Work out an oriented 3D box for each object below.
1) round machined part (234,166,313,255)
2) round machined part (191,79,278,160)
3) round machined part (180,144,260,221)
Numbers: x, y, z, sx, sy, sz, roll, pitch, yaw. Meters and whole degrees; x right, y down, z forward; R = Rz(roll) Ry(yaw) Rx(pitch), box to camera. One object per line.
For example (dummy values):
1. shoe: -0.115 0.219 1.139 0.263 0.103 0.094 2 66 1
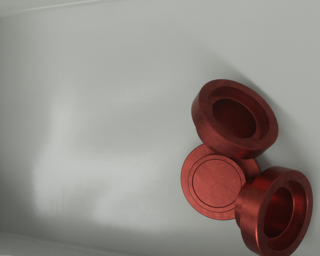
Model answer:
1. round machined part: 0.121 0.089 0.339 0.042 0.099 0.097 11 95 55
2. round machined part: 0.080 -0.006 0.354 0.098 0.099 0.042 47 140 14
3. round machined part: 0.072 0.064 0.376 0.098 0.042 0.097 0 90 20
